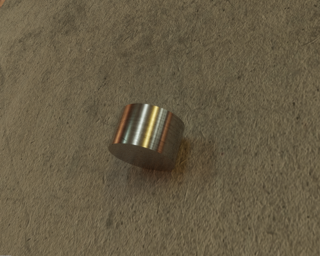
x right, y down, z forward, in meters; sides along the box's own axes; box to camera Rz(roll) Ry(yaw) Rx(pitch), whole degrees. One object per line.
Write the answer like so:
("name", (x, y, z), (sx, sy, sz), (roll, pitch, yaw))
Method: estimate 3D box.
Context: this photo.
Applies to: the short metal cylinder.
("short metal cylinder", (-0.015, 0.013, 0.369), (0.080, 0.080, 0.050), (2, 63, 29))
